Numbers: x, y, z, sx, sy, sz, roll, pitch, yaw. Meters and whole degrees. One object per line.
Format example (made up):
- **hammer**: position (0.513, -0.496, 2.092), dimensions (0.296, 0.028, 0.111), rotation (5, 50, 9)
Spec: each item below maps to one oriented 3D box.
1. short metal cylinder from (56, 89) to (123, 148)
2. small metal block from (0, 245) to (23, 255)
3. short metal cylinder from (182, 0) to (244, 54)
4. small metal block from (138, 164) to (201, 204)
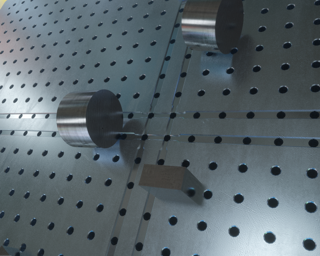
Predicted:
- **short metal cylinder**: position (-0.095, -0.012, 0.431), dimensions (0.050, 0.080, 0.080), rotation (0, 62, 28)
- **small metal block**: position (-0.198, 0.189, 0.397), dimensions (0.050, 0.025, 0.050), rotation (25, 75, 36)
- **short metal cylinder**: position (0.073, -0.144, 0.423), dimensions (0.050, 0.080, 0.080), rotation (17, 71, 35)
- **small metal block**: position (0.012, 0.063, 0.347), dimensions (0.050, 0.050, 0.025), rotation (0, 62, 28)
